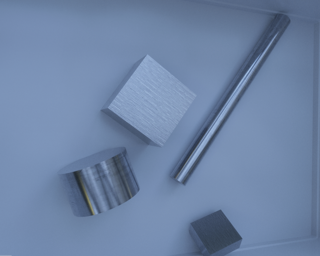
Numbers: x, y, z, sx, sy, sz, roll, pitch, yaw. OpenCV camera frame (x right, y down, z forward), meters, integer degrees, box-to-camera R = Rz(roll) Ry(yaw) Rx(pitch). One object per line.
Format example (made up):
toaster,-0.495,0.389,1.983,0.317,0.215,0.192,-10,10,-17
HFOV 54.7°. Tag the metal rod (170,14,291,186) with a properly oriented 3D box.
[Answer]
metal rod,0.108,-0.048,0.451,0.025,0.025,0.300,38,77,-16

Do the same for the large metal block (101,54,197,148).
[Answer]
large metal block,-0.015,-0.032,0.393,0.080,0.050,0.080,38,78,-17

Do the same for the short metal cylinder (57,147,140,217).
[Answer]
short metal cylinder,-0.069,0.059,0.356,0.081,0.080,0.050,-21,98,-19

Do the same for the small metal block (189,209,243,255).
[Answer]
small metal block,0.075,0.147,0.424,0.050,0.050,0.025,-18,135,-19
